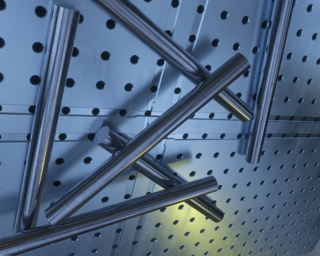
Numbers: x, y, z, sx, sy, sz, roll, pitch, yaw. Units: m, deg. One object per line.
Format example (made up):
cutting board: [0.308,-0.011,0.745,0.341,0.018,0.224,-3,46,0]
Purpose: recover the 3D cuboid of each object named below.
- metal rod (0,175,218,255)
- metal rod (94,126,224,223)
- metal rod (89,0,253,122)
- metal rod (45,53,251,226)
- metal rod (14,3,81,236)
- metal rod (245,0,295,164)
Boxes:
metal rod: [-0.055,0.114,0.416,0.302,0.025,0.025,-12,124,-22]
metal rod: [0.017,0.085,0.471,0.025,0.025,0.301,-46,129,4]
metal rod: [0.027,-0.080,0.375,0.301,0.025,0.025,31,101,-38]
metal rod: [-0.014,0.013,0.377,0.300,0.025,0.025,-39,129,-2]
metal rod: [-0.133,0.017,0.348,0.025,0.025,0.298,5,116,-31]
metal rod: [0.158,-0.074,0.450,0.025,0.025,0.298,-13,124,-21]
